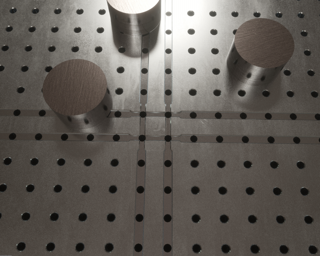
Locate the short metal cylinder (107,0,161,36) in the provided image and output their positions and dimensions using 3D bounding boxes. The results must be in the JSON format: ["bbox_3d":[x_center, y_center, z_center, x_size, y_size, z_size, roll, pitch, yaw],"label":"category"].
[{"bbox_3d":[-0.038,-0.188,0.467,0.081,0.050,0.080,0,70,0],"label":"short metal cylinder"}]

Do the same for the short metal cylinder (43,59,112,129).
[{"bbox_3d":[-0.107,-0.044,0.413,0.081,0.050,0.080,0,70,0],"label":"short metal cylinder"}]

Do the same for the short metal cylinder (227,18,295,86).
[{"bbox_3d":[0.140,-0.107,0.439,0.081,0.050,0.080,0,70,0],"label":"short metal cylinder"}]
